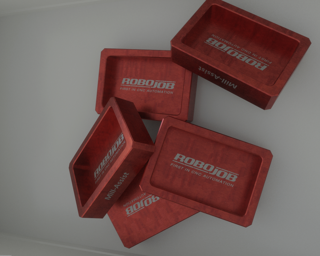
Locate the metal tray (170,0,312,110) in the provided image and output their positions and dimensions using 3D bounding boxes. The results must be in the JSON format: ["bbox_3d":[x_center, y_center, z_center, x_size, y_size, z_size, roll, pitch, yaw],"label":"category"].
[{"bbox_3d":[0.089,-0.089,0.354,0.130,0.030,0.090,31,70,17],"label":"metal tray"}]

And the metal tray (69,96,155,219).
[{"bbox_3d":[-0.066,0.038,0.383,0.129,0.030,0.090,-53,42,25],"label":"metal tray"}]

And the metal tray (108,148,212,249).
[{"bbox_3d":[-0.009,0.089,0.410,0.130,0.030,0.090,-33,80,16],"label":"metal tray"}]

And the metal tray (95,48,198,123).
[{"bbox_3d":[-0.018,-0.057,0.413,0.130,0.030,0.089,7,92,19],"label":"metal tray"}]

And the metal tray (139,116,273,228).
[{"bbox_3d":[0.052,0.049,0.359,0.131,0.030,0.090,19,84,2],"label":"metal tray"}]
